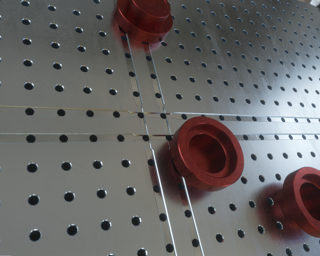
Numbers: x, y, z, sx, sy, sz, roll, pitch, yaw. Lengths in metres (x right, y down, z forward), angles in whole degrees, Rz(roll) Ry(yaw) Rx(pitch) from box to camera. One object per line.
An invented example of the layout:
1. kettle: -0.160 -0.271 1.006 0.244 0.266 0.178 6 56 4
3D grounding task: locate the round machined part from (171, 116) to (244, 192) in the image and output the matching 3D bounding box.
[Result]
1. round machined part: 0.058 0.037 0.408 0.099 0.042 0.098 14 56 -21

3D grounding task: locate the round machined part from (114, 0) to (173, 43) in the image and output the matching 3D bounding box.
1. round machined part: -0.022 -0.190 0.503 0.099 0.042 0.098 14 56 -21

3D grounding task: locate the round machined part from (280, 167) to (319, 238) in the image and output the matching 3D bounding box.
1. round machined part: 0.217 0.109 0.450 0.099 0.042 0.098 14 56 -21
